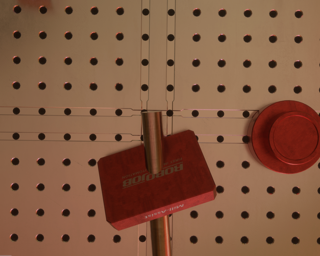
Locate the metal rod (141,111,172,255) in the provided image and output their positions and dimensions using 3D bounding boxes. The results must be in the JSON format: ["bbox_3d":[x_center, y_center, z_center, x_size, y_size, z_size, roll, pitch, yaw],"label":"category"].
[{"bbox_3d":[0.000,0.128,0.395,0.025,0.025,0.298,-4,97,0],"label":"metal rod"}]

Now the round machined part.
[{"bbox_3d":[0.169,0.012,0.406,0.099,0.042,0.097,0,90,0],"label":"round machined part"}]

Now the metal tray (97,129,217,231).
[{"bbox_3d":[-0.006,0.063,0.387,0.131,0.030,0.090,-18,54,0],"label":"metal tray"}]
